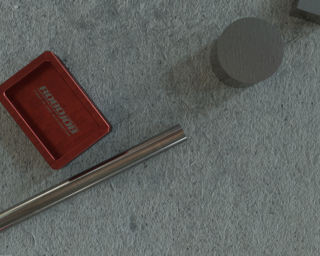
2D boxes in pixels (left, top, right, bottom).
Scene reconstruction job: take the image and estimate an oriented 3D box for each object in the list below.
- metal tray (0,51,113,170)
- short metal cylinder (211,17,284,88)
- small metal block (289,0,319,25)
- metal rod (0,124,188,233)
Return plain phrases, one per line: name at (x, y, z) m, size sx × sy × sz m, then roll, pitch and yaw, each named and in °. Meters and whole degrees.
metal tray at (-0.137, -0.022, 0.406) m, size 0.090 × 0.030 × 0.130 m, roll -37°, pitch 90°, yaw 0°
short metal cylinder at (0.109, -0.094, 0.398) m, size 0.081 × 0.050 × 0.080 m, roll 0°, pitch 90°, yaw 0°
small metal block at (0.208, -0.171, 0.412) m, size 0.050 × 0.025 × 0.050 m, roll 18°, pitch 90°, yaw 0°
metal rod at (-0.104, 0.072, 0.409) m, size 0.301 × 0.025 × 0.025 m, roll -26°, pitch 90°, yaw 0°
